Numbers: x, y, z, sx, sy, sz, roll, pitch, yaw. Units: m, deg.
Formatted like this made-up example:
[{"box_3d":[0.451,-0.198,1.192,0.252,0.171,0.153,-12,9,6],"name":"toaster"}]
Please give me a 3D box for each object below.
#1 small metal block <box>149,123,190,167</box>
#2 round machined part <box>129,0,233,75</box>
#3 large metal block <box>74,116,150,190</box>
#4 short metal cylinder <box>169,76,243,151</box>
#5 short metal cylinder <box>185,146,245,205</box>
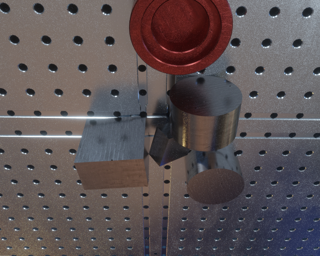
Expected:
[{"box_3d":[0.017,0.018,0.411,0.050,0.025,0.050,-18,140,-35],"name":"small metal block"},{"box_3d":[0.020,-0.106,0.310,0.099,0.042,0.097,0,130,0],"name":"round machined part"},{"box_3d":[-0.057,0.031,0.401,0.080,0.080,0.050,-4,130,3],"name":"large metal block"},{"box_3d":[0.051,-0.019,0.360,0.080,0.080,0.050,-1,130,1],"name":"short metal cylinder"},{"box_3d":[0.078,0.067,0.453,0.081,0.050,0.079,0,130,0],"name":"short metal cylinder"}]
